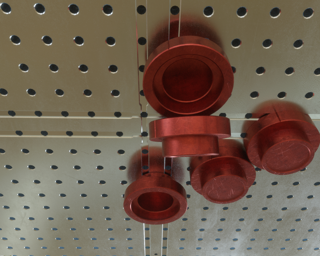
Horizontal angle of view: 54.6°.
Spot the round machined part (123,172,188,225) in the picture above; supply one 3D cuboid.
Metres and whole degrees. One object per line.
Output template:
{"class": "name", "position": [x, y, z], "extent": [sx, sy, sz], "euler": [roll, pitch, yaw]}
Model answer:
{"class": "round machined part", "position": [-0.007, 0.108, 0.492], "extent": [0.099, 0.042, 0.097], "euler": [0, 130, 0]}

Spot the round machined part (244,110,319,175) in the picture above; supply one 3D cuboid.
{"class": "round machined part", "position": [0.169, 0.027, 0.424], "extent": [0.099, 0.042, 0.097], "euler": [0, 130, 0]}

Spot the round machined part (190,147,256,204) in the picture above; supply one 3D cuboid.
{"class": "round machined part", "position": [0.095, 0.077, 0.467], "extent": [0.099, 0.042, 0.097], "euler": [0, 130, 0]}

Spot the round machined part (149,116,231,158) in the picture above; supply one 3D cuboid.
{"class": "round machined part", "position": [0.036, 0.013, 0.376], "extent": [0.099, 0.042, 0.098], "euler": [-2, 173, 0]}

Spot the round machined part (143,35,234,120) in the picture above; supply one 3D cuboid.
{"class": "round machined part", "position": [0.030, -0.059, 0.351], "extent": [0.099, 0.042, 0.097], "euler": [0, 130, 0]}
